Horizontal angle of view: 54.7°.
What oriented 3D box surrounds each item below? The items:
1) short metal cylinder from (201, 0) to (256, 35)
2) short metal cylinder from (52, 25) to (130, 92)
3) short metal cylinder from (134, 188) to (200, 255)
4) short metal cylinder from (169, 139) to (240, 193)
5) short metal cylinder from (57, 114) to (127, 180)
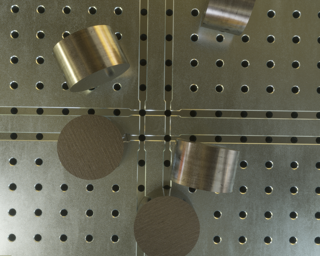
[{"bbox_3d":[0.086,-0.161,0.387,0.050,0.080,0.080,13,90,0],"label":"short metal cylinder"},{"bbox_3d":[-0.084,-0.084,0.385,0.080,0.080,0.050,-25,90,0],"label":"short metal cylinder"},{"bbox_3d":[0.008,0.122,0.401,0.081,0.050,0.079,0,90,-1],"label":"short metal cylinder"},{"bbox_3d":[0.055,0.045,0.387,0.080,0.080,0.050,10,90,-1],"label":"short metal cylinder"},{"bbox_3d":[-0.084,0.023,0.400,0.081,0.050,0.079,0,90,-1],"label":"short metal cylinder"}]
